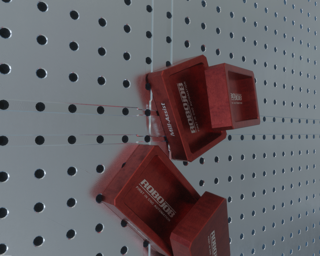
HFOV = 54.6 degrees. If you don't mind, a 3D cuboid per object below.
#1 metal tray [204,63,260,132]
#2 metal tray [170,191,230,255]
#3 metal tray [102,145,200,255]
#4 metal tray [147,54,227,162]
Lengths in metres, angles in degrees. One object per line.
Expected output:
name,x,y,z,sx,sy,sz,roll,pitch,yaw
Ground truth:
metal tray,0.114,-0.045,0.470,0.131,0.030,0.090,-6,89,-56
metal tray,0.060,0.164,0.426,0.091,0.030,0.129,-39,131,-38
metal tray,-0.002,0.095,0.402,0.130,0.030,0.090,51,60,-28
metal tray,0.042,-0.028,0.439,0.091,0.030,0.129,-29,108,-36
